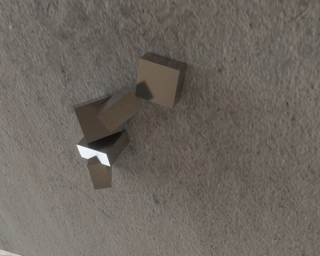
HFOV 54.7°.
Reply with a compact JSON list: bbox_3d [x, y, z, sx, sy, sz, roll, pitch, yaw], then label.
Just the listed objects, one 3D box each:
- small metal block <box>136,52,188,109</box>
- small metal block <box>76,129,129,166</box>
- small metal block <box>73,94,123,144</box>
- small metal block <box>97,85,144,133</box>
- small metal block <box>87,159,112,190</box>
[{"bbox_3d":[0.001,-0.057,0.370,0.050,0.025,0.050,20,126,15],"label":"small metal block"},{"bbox_3d":[-0.080,0.022,0.440,0.050,0.050,0.025,14,136,24],"label":"small metal block"},{"bbox_3d":[-0.085,-0.013,0.420,0.025,0.050,0.050,-149,40,-66],"label":"small metal block"},{"bbox_3d":[-0.051,-0.025,0.385,0.050,0.050,0.025,-38,109,0],"label":"small metal block"},{"bbox_3d":[-0.089,0.055,0.462,0.025,0.050,0.050,-8,127,-3],"label":"small metal block"}]
